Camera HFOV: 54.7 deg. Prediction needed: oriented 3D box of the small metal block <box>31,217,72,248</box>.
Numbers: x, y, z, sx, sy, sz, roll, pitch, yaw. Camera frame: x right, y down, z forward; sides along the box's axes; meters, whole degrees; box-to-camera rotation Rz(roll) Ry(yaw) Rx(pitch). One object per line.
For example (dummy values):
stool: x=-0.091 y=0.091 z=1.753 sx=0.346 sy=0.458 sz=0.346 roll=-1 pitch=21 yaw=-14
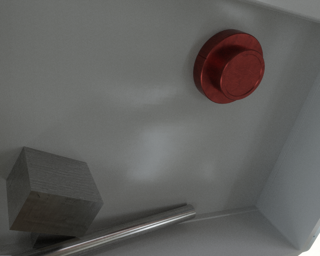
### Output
small metal block: x=-0.139 y=0.135 z=0.417 sx=0.050 sy=0.025 sz=0.050 roll=17 pitch=109 yaw=-35

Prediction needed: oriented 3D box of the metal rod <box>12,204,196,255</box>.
metal rod: x=-0.071 y=0.155 z=0.443 sx=0.303 sy=0.025 sz=0.025 roll=-6 pitch=122 yaw=-35

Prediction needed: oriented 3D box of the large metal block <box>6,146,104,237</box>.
large metal block: x=-0.122 y=0.072 z=0.352 sx=0.080 sy=0.080 sz=0.050 roll=22 pitch=106 yaw=-37

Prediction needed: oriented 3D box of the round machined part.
round machined part: x=0.097 y=-0.075 z=0.406 sx=0.099 sy=0.042 sz=0.097 roll=-14 pitch=125 yaw=-21
